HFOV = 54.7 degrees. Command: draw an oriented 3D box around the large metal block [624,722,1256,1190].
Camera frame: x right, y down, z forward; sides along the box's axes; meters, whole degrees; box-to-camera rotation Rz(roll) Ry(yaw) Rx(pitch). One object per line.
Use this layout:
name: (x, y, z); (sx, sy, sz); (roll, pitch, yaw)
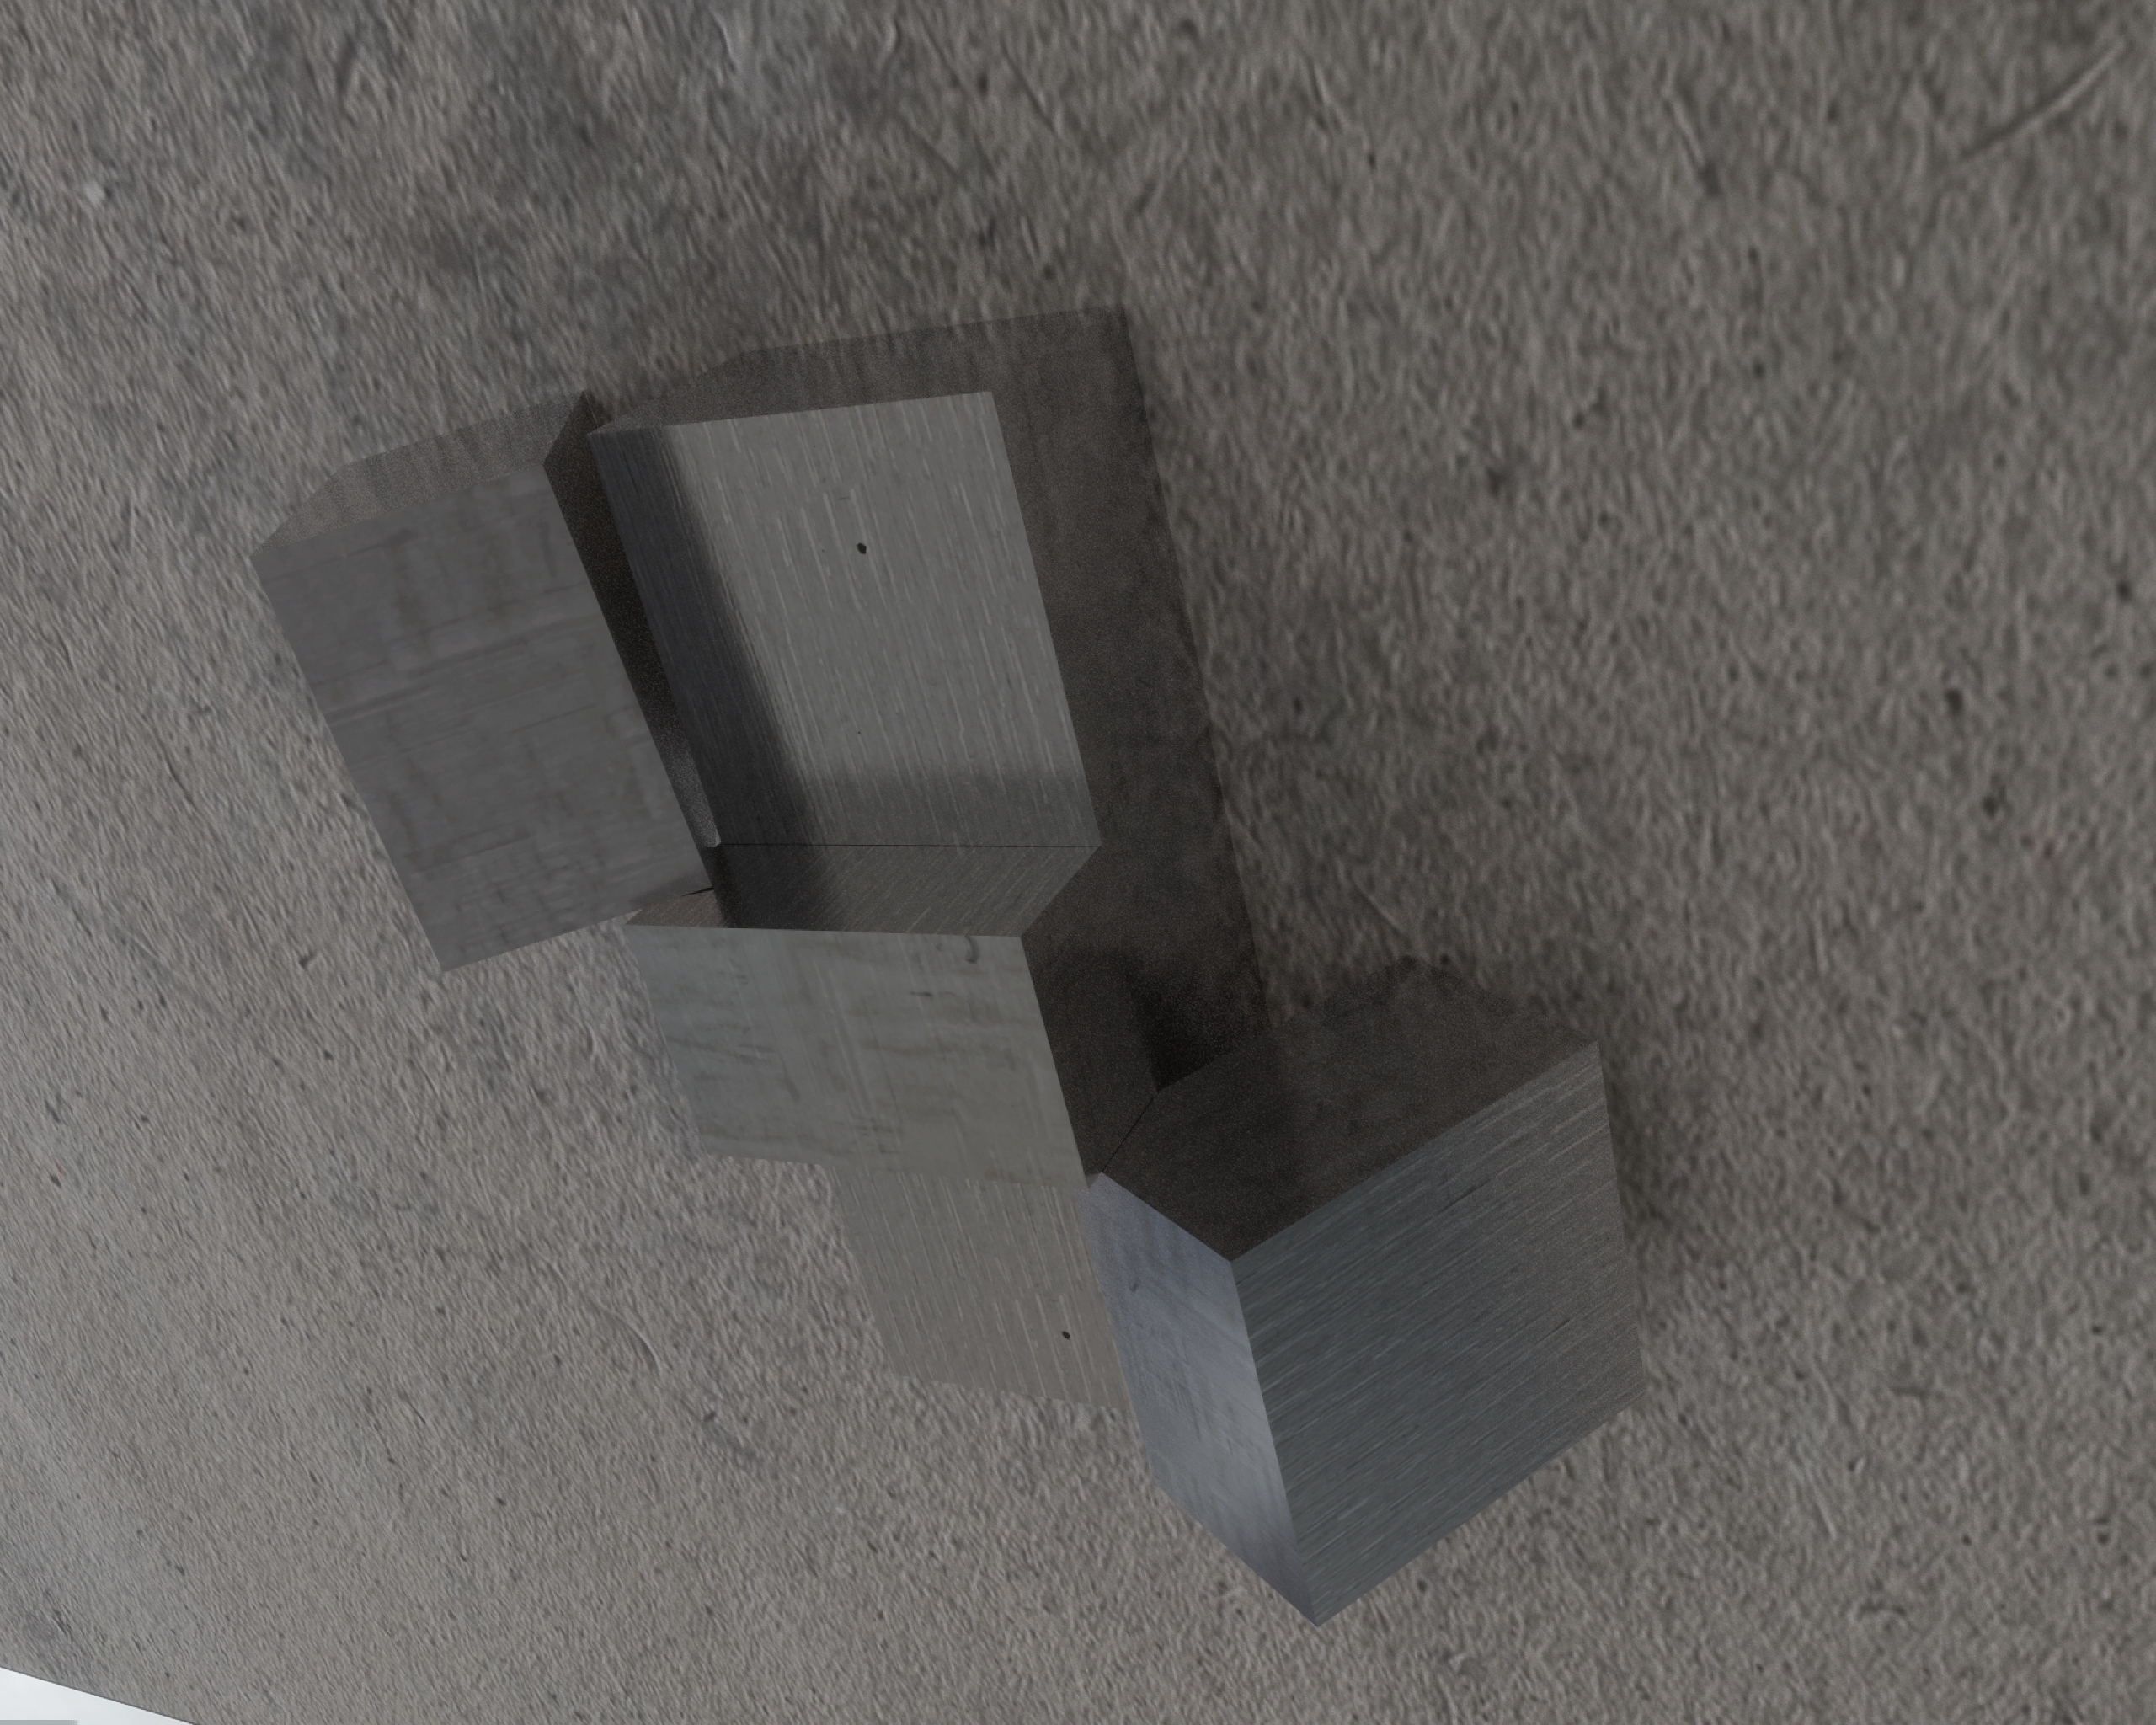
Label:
large metal block: (-0.022, 0.014, 0.392); (0.080, 0.080, 0.050); (1, 119, 28)

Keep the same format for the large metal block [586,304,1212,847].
large metal block: (-0.030, -0.050, 0.375); (0.080, 0.050, 0.080); (1, 119, 28)

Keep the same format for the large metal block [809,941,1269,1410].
large metal block: (-0.002, 0.064, 0.431); (0.080, 0.050, 0.080); (1, 119, 28)

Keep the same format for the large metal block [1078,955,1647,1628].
large metal block: (0.052, 0.075, 0.381); (0.050, 0.081, 0.080); (26, 136, 54)

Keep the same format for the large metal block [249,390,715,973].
large metal block: (-0.106, -0.037, 0.395); (0.050, 0.080, 0.080); (-18, 113, -1)
